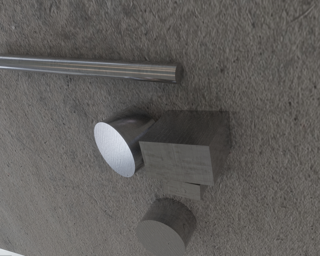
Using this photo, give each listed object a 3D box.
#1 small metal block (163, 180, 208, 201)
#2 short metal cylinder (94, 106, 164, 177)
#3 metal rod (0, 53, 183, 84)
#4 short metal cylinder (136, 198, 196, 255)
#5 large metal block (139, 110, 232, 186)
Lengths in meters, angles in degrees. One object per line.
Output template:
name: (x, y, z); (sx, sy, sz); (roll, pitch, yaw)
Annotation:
small metal block: (0.037, 0.066, 0.412); (0.050, 0.050, 0.025); (8, 122, 24)
short metal cylinder: (-0.041, 0.017, 0.408); (0.080, 0.050, 0.079); (31, 138, 33)
metal rod: (-0.114, -0.083, 0.415); (0.301, 0.025, 0.025); (8, 122, 23)
short metal cylinder: (0.010, 0.156, 0.482); (0.080, 0.050, 0.079); (13, 124, 21)
large metal block: (0.034, 0.019, 0.365); (0.080, 0.080, 0.050); (3, 120, 27)
